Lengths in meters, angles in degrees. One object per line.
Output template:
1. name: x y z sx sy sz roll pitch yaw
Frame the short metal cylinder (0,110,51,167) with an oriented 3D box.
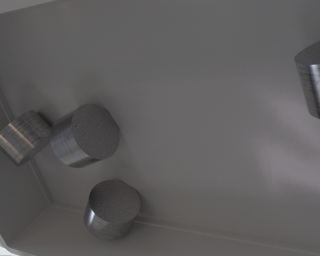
1. short metal cylinder: -0.214 0.016 0.496 0.050 0.080 0.080 46 129 -4

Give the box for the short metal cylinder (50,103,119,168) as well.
1. short metal cylinder: -0.104 0.012 0.435 0.050 0.080 0.080 -23 106 36

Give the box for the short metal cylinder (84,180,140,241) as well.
1. short metal cylinder: -0.077 0.130 0.494 0.080 0.080 0.050 30 128 9

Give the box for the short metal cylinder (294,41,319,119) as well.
1. short metal cylinder: 0.161 -0.047 0.259 0.080 0.080 0.050 -11 113 33
